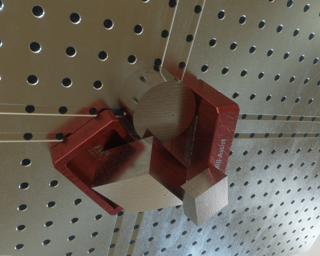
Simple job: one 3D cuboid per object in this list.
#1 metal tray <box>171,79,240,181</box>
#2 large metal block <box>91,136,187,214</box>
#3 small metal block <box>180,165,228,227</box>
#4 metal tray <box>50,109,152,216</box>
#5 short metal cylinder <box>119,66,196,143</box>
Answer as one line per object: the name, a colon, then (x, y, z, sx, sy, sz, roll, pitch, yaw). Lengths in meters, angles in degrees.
metal tray: (0.053, 0.012, 0.407, 0.030, 0.090, 0.129, -9, 123, -24)
large metal block: (-0.022, 0.061, 0.382, 0.080, 0.050, 0.080, -18, 136, 27)
small metal block: (0.054, 0.081, 0.371, 0.050, 0.025, 0.050, -29, 130, -25)
metal tray: (-0.064, 0.049, 0.403, 0.090, 0.030, 0.130, -37, 130, -4)
short metal cylinder: (-0.004, -0.029, 0.377, 0.081, 0.050, 0.079, -14, 125, -21)
